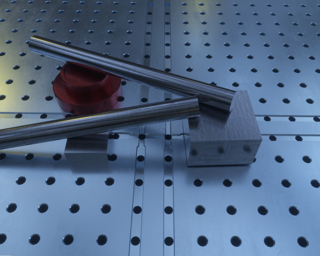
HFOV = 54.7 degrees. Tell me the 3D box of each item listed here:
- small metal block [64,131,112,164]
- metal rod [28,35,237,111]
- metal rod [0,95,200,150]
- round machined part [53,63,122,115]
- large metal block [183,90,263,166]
[{"bbox_3d":[-0.089,0.018,0.392,0.050,0.025,0.050,0,50,-1],"label":"small metal block"},{"bbox_3d":[-0.049,-0.078,0.410,0.301,0.025,0.025,19,52,18],"label":"metal rod"},{"bbox_3d":[-0.104,-0.001,0.372,0.302,0.025,0.025,-9,50,5],"label":"metal rod"},{"bbox_3d":[-0.107,-0.068,0.452,0.099,0.042,0.098,0,50,0],"label":"round machined part"},{"bbox_3d":[0.073,-0.001,0.389,0.081,0.050,0.080,-1,50,-2],"label":"large metal block"}]
